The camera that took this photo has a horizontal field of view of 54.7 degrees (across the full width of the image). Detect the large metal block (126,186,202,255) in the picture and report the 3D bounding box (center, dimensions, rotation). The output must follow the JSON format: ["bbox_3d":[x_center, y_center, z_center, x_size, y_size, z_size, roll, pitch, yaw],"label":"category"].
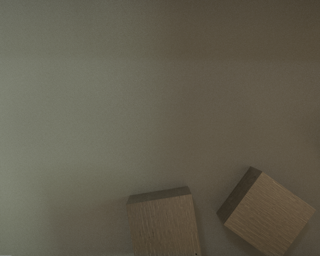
[{"bbox_3d":[0.005,0.125,0.399,0.080,0.050,0.080,-9,90,0],"label":"large metal block"}]

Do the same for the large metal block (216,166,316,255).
[{"bbox_3d":[0.133,0.108,0.400,0.080,0.050,0.080,36,90,0],"label":"large metal block"}]
